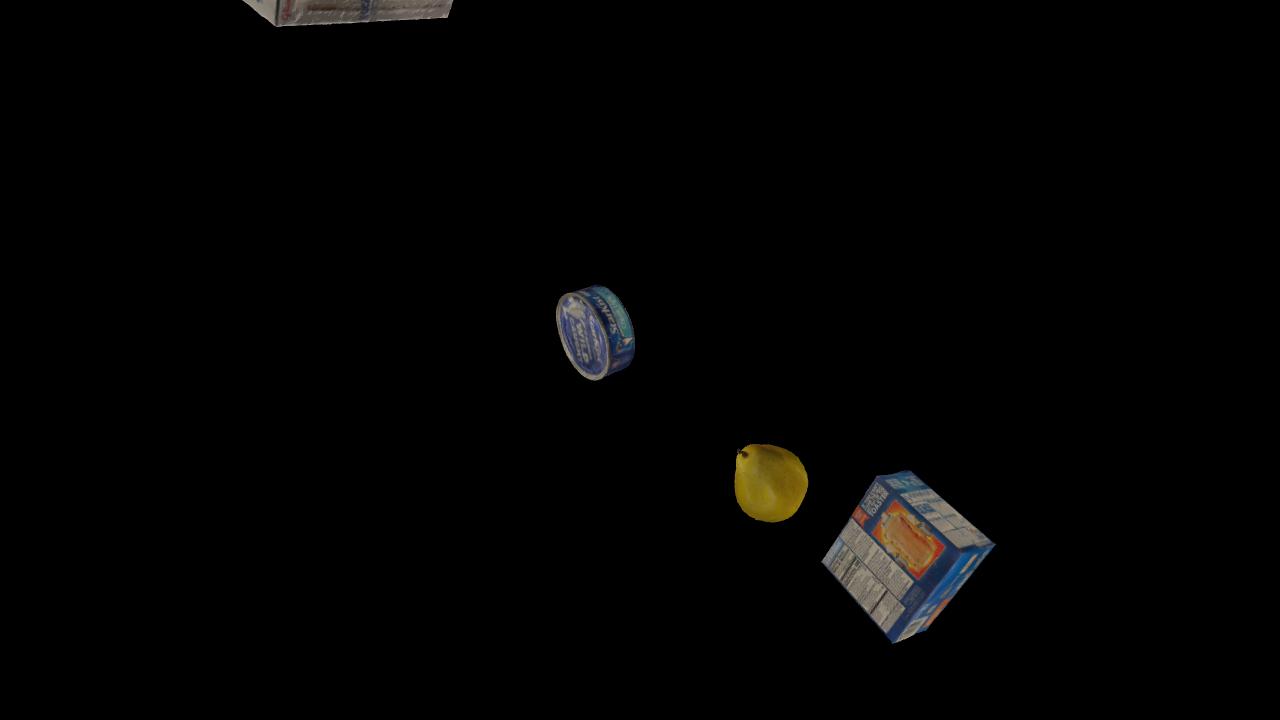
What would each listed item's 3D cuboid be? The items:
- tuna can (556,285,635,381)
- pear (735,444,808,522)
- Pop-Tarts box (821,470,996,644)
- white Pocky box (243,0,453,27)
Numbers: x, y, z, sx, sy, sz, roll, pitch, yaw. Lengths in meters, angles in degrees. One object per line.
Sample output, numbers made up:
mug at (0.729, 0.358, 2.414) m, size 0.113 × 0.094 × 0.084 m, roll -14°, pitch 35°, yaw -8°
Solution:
tuna can at (-0.041, -0.025, 0.566) m, size 0.034 × 0.084 × 0.084 m, roll -22°, pitch 12°, yaw -32°
pear at (0.124, 0.112, 0.629) m, size 0.080 × 0.111 × 0.080 m, roll -23°, pitch 33°, yaw 16°
Pop-Tarts box at (0.352, 0.260, 0.825) m, size 0.083 × 0.167 × 0.141 m, roll 2°, pitch 31°, yaw -35°
white Pocky box at (-0.202, -0.256, 0.402) m, size 0.084 × 0.028 × 0.154 m, roll 38°, pitch 38°, yaw 2°
